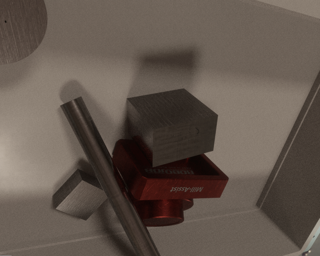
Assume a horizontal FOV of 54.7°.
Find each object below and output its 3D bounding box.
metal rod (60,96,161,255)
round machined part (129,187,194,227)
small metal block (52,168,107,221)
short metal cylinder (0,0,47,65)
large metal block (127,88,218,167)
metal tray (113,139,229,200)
[{"bbox_3d":[-0.038,0.103,0.371,0.025,0.025,0.299,-27,102,-12],"label":"metal rod"},{"bbox_3d":[-0.002,0.112,0.436,0.099,0.042,0.098,-3,152,-1],"label":"round machined part"},{"bbox_3d":[-0.103,0.089,0.408,0.050,0.025,0.050,-47,130,4],"label":"small metal block"},{"bbox_3d":[-0.139,-0.099,0.256,0.081,0.050,0.079,-14,125,-21],"label":"short metal cylinder"},{"bbox_3d":[0.012,-0.004,0.378,0.081,0.080,0.050,-13,124,-22],"label":"large metal block"},{"bbox_3d":[0.014,0.053,0.408,0.131,0.090,0.030,6,114,-32],"label":"metal tray"}]
